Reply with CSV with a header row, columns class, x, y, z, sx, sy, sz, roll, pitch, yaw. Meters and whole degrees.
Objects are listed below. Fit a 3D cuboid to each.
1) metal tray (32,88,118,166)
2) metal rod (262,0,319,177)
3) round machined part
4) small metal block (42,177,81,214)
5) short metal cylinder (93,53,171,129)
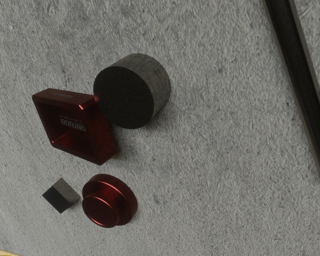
class,x,y,z,sx,sy,sz,roll,pitch,yaw
metal tray,-0.123,-0.005,0.439,0.130,0.030,0.089,13,126,41
metal rod,0.128,-0.070,0.295,0.025,0.025,0.299,-14,112,33
round machined part,-0.091,0.129,0.521,0.098,0.042,0.097,13,124,20
small metal block,-0.186,0.127,0.581,0.050,0.025,0.050,47,129,-6
short metal cylinder,-0.033,-0.045,0.379,0.080,0.050,0.079,13,124,20
